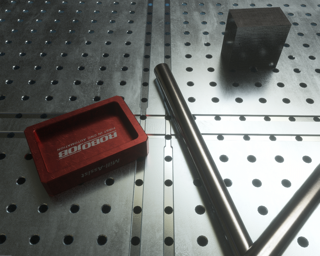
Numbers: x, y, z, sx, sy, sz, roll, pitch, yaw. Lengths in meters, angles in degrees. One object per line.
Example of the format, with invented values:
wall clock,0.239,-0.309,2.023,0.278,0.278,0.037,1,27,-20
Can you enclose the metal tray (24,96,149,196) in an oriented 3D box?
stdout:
metal tray,-0.091,0.017,0.389,0.131,0.030,0.090,-22,54,-18

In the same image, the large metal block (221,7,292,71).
large metal block,0.148,-0.141,0.492,0.081,0.080,0.050,-4,50,-4

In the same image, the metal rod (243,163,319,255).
metal rod,0.172,0.063,0.339,0.302,0.025,0.025,-34,58,-32

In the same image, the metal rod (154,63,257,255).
metal rod,0.044,0.019,0.392,0.025,0.025,0.300,-12,51,-10
